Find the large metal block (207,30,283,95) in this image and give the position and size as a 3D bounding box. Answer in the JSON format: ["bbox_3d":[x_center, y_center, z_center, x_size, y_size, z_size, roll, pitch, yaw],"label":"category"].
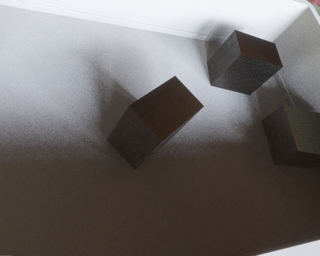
[{"bbox_3d":[0.136,-0.103,0.506,0.081,0.080,0.050,10,58,-23],"label":"large metal block"}]

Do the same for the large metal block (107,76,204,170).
[{"bbox_3d":[-0.006,-0.006,0.370,0.050,0.080,0.080,48,51,5],"label":"large metal block"}]

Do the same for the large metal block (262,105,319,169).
[{"bbox_3d":[0.221,0.016,0.499,0.081,0.050,0.080,9,58,-23],"label":"large metal block"}]
